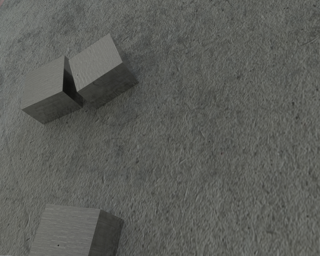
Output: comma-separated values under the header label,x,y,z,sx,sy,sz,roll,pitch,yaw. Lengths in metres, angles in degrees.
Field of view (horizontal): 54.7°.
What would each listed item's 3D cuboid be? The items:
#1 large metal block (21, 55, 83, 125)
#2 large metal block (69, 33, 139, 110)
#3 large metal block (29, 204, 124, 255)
label,x,y,z,sx,sy,sz,roll,pitch,yaw
large metal block,-0.178,-0.063,0.521,0.080,0.050,0.080,-21,54,16
large metal block,-0.090,-0.090,0.491,0.080,0.050,0.080,-31,52,8
large metal block,-0.097,0.136,0.355,0.080,0.050,0.080,-3,60,27
